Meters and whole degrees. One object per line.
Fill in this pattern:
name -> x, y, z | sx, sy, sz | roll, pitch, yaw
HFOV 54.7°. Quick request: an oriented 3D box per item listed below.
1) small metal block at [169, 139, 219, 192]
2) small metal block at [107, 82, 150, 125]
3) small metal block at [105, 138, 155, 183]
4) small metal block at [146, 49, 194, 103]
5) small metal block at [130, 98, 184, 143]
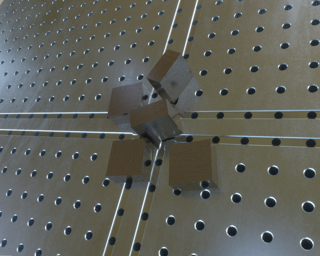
small metal block -> 0.039, 0.044, 0.360 | 0.050, 0.025, 0.050 | -11, 57, 22
small metal block -> -0.045, -0.036, 0.452 | 0.050, 0.025, 0.050 | -8, 58, 23
small metal block -> -0.038, 0.042, 0.401 | 0.050, 0.025, 0.050 | -6, 59, 24
small metal block -> 0.015, -0.071, 0.426 | 0.025, 0.050, 0.050 | 27, 76, 37
small metal block -> -0.004, -0.007, 0.397 | 0.050, 0.050, 0.025 | -19, 55, 17
